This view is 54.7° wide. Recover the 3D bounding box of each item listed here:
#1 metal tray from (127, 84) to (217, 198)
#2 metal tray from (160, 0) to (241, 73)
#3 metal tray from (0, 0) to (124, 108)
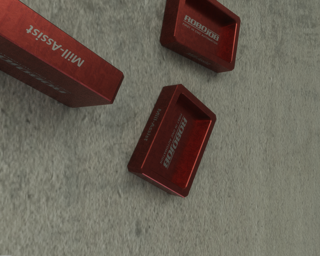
[{"bbox_3d":[0.021,0.017,0.421,0.090,0.030,0.130,37,67,-34],"label":"metal tray"},{"bbox_3d":[0.064,-0.144,0.456,0.131,0.030,0.090,15,80,-39],"label":"metal tray"},{"bbox_3d":[-0.108,-0.062,0.272,0.130,0.090,0.030,32,70,-36],"label":"metal tray"}]
